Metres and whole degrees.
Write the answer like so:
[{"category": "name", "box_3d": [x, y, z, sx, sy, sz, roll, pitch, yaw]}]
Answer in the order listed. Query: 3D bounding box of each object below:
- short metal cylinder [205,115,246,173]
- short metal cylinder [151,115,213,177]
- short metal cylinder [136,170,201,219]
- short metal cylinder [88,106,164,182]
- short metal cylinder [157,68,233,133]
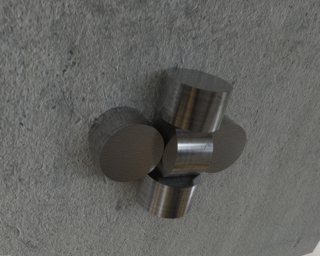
[{"category": "short metal cylinder", "box_3d": [0.075, 0.017, 0.443, 0.081, 0.050, 0.079, -14, 125, -21]}, {"category": "short metal cylinder", "box_3d": [0.023, 0.022, 0.399, 0.050, 0.080, 0.079, 0, 118, -29]}, {"category": "short metal cylinder", "box_3d": [0.011, 0.078, 0.428, 0.081, 0.080, 0.050, 0, 118, -28]}, {"category": "short metal cylinder", "box_3d": [-0.042, 0.019, 0.381, 0.081, 0.050, 0.079, -14, 124, -22]}, {"category": "short metal cylinder", "box_3d": [0.041, -0.036, 0.373, 0.081, 0.080, 0.050, 0, 119, -28]}]
